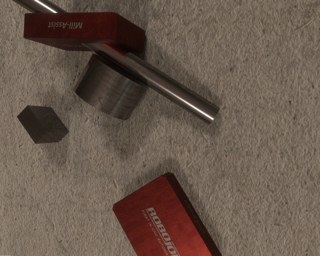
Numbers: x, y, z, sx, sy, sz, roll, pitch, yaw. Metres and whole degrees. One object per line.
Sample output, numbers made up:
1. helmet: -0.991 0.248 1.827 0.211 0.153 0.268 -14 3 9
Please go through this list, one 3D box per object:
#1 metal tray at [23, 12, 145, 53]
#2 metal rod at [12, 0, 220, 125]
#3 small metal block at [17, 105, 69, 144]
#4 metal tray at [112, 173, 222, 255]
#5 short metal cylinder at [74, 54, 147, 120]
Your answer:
1. metal tray: -0.096 -0.123 0.406 0.130 0.090 0.030 7 95 19
2. metal rod: -0.059 -0.095 0.393 0.301 0.025 0.025 33 101 3
3. small metal block: -0.170 -0.005 0.454 0.025 0.050 0.050 -42 77 15
4. metal tray: 0.008 0.135 0.403 0.090 0.030 0.130 -34 79 16
5. short metal cylinder: -0.063 -0.053 0.401 0.080 0.080 0.050 35 101 16
